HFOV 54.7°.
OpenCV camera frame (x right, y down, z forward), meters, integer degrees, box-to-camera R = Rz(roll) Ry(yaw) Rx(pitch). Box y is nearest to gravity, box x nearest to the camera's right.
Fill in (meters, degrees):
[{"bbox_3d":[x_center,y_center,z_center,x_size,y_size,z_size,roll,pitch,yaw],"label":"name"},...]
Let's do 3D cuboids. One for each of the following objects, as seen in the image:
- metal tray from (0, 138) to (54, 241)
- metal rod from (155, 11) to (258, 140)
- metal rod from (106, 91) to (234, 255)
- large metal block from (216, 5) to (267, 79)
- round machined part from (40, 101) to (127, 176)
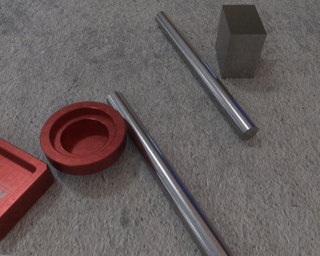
[{"bbox_3d":[-0.200,0.056,0.350,0.130,0.030,0.090,24,54,18],"label":"metal tray"},{"bbox_3d":[0.059,-0.099,0.487,0.025,0.025,0.300,-17,52,-14],"label":"metal rod"},{"bbox_3d":[0.010,0.059,0.353,0.025,0.025,0.300,-23,54,-19],"label":"metal rod"},{"bbox_3d":[0.121,-0.134,0.482,0.050,0.080,0.080,-1,50,-1],"label":"large metal block"},{"bbox_3d":[-0.090,0.016,0.377,0.099,0.042,0.098,0,50,0],"label":"round machined part"}]
